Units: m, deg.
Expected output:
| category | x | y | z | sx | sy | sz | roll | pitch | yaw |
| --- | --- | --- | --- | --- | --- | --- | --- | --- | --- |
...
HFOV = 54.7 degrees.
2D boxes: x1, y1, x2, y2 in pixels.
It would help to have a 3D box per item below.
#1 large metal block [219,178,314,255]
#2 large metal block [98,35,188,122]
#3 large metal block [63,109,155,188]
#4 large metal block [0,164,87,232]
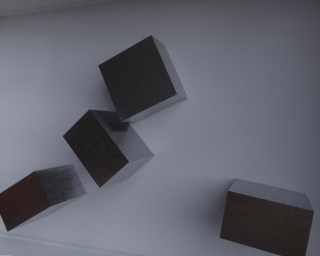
| category | x | y | z | sx | sy | sz | roll | pitch | yaw |
| --- | --- | --- | --- | --- | --- | --- | --- | --- | --- |
| large metal block | 0.116 | 0.095 | 0.340 | 0.080 | 0.080 | 0.050 | 10 | 94 | 19 |
| large metal block | -0.021 | -0.060 | 0.405 | 0.080 | 0.050 | 0.080 | -25 | 82 | 18 |
| large metal block | -0.064 | 0.024 | 0.404 | 0.050 | 0.080 | 0.080 | -42 | 77 | 15 |
| large metal block | -0.167 | 0.096 | 0.440 | 0.080 | 0.080 | 0.050 | -31 | 80 | 17 |
